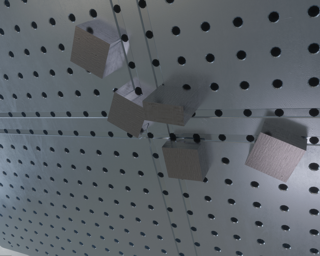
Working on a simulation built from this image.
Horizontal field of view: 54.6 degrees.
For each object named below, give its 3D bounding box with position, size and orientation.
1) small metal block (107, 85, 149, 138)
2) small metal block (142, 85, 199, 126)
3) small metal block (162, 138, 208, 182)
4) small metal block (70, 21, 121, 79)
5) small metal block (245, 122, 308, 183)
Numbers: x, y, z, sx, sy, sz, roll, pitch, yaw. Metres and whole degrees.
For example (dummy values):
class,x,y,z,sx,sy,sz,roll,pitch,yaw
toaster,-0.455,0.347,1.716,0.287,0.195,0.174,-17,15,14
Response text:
class,x,y,z,sx,sy,sz,roll,pitch,yaw
small metal block,-0.039,-0.022,0.419,0.050,0.025,0.050,29,128,9
small metal block,0.014,-0.028,0.371,0.050,0.050,0.025,10,123,23
small metal block,0.035,0.042,0.419,0.050,0.025,0.050,2,120,27
small metal block,-0.083,-0.099,0.394,0.050,0.025,0.050,30,128,9
small metal block,0.133,0.028,0.358,0.050,0.025,0.050,24,127,13
